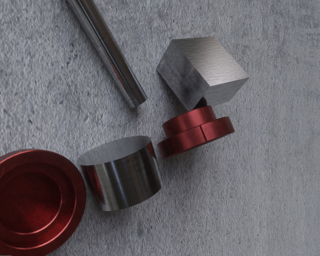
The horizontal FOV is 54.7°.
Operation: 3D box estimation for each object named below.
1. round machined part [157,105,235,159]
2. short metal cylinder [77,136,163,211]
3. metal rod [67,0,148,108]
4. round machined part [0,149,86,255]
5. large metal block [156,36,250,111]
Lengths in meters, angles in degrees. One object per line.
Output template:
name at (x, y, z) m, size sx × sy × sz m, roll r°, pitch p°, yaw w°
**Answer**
round machined part at (0.041, 0.003, 0.396) m, size 0.099 × 0.098 × 0.042 m, roll -16°, pitch 81°, yaw -39°
short metal cylinder at (-0.042, 0.046, 0.334) m, size 0.081 × 0.080 × 0.050 m, roll -26°, pitch 106°, yaw -37°
metal rod at (-0.094, -0.152, 0.325) m, size 0.025 × 0.025 × 0.299 m, roll -44°, pitch 116°, yaw -31°
round machined part at (-0.124, 0.068, 0.290) m, size 0.099 × 0.042 × 0.097 m, roll 0°, pitch 90°, yaw -40°
large metal block at (0.056, -0.073, 0.410) m, size 0.081 × 0.050 × 0.080 m, roll -17°, pitch 64°, yaw -39°
